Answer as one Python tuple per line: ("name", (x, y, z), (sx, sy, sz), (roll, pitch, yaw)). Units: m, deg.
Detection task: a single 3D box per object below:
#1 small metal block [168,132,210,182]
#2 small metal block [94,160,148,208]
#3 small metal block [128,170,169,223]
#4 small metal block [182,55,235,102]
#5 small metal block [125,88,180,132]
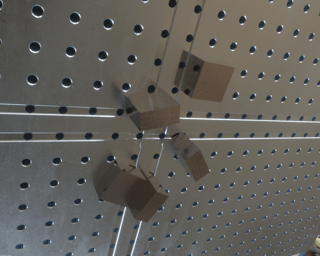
("small metal block", (0.042, 0.041, 0.445), (0.025, 0.050, 0.050), (-33, 129, -7))
("small metal block", (-0.054, 0.078, 0.432), (0.050, 0.025, 0.050), (30, 101, -38))
("small metal block", (-0.022, 0.098, 0.445), (0.025, 0.050, 0.050), (31, 101, -39))
("small metal block", (0.064, -0.064, 0.408), (0.050, 0.025, 0.050), (4, 117, -31))
("small metal block", (-0.010, -0.023, 0.377), (0.050, 0.050, 0.025), (-13, 124, -22))
